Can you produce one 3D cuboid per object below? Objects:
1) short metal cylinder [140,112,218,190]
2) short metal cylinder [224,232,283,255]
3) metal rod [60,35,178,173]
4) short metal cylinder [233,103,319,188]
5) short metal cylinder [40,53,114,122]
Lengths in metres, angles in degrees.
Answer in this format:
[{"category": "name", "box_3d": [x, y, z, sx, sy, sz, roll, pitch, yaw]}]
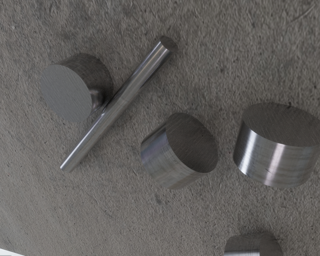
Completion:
[{"category": "short metal cylinder", "box_3d": [0.024, 0.028, 0.376, 0.080, 0.080, 0.050, 46, 129, -4]}, {"category": "short metal cylinder", "box_3d": [0.129, 0.185, 0.418, 0.050, 0.080, 0.080, -21, 107, 36]}, {"category": "metal rod", "box_3d": [-0.075, -0.014, 0.437, 0.025, 0.025, 0.299, 44, 129, -3]}, {"category": "short metal cylinder", "box_3d": [0.120, 0.015, 0.317, 0.080, 0.080, 0.050, 17, 125, 18]}, {"category": "short metal cylinder", "box_3d": [-0.110, -0.054, 0.415, 0.080, 0.050, 0.079, 13, 124, 21]}]
